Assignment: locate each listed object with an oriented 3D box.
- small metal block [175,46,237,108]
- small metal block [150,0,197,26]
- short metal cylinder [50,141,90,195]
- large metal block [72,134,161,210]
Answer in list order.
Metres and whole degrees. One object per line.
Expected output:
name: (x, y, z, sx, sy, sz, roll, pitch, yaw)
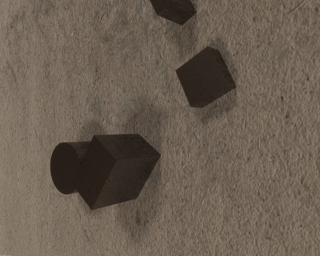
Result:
small metal block: (0.052, -0.058, 0.360, 0.050, 0.025, 0.050, -32, 70, 35)
small metal block: (0.012, -0.158, 0.377, 0.025, 0.050, 0.050, -36, 68, 34)
short metal cylinder: (-0.130, 0.062, 0.493, 0.080, 0.050, 0.079, 0, 90, 39)
large metal block: (-0.058, 0.055, 0.414, 0.050, 0.081, 0.079, 42, 115, 31)
